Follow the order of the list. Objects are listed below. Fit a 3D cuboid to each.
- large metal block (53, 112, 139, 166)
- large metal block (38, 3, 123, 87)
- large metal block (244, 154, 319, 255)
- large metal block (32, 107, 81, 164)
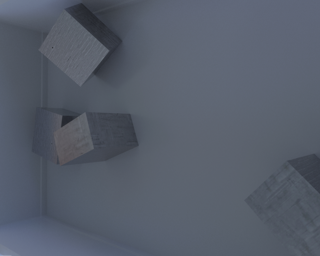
[{"bbox_3d":[-0.092,0.016,0.447,0.080,0.081,0.050,-26,74,37],"label":"large metal block"},{"bbox_3d":[-0.118,-0.124,0.464,0.080,0.050,0.080,42,123,-10],"label":"large metal block"},{"bbox_3d":[0.132,0.071,0.262,0.080,0.081,0.050,51,120,27],"label":"large metal block"},{"bbox_3d":[-0.173,0.011,0.534,0.080,0.050,0.079,15,100,39],"label":"large metal block"}]
